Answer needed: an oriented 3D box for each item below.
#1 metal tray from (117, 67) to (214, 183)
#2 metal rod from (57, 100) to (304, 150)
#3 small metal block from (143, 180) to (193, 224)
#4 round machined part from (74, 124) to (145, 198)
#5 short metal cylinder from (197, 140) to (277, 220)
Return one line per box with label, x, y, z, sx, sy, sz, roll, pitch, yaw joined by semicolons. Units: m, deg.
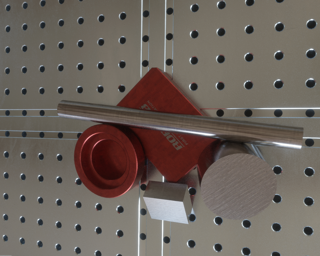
metal tray;0.009;-0.004;0.407;0.090;0.030;0.130;-45;77;14
metal rod;0.008;-0.007;0.375;0.301;0.025;0.025;8;93;19
small metal block;0.011;0.094;0.393;0.050;0.025;0.050;3;134;19
round machined part;-0.064;0.041;0.420;0.098;0.042;0.097;3;97;24
short metal cylinder;0.084;0.056;0.353;0.081;0.050;0.079;0;108;2
